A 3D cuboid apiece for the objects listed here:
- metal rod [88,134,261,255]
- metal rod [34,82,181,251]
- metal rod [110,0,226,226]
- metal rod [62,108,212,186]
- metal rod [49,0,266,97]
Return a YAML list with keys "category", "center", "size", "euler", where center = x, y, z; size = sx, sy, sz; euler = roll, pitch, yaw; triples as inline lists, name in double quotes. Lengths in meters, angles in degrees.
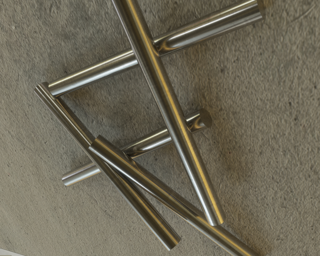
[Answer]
- category: "metal rod"
  center: [0.028, 0.110, 0.440]
  size: [0.301, 0.025, 0.025]
  euler: [38, 129, -6]
- category: "metal rod"
  center: [-0.079, 0.050, 0.447]
  size: [0.300, 0.025, 0.025]
  euler: [48, 129, 7]
- category: "metal rod"
  center: [0.017, -0.009, 0.358]
  size: [0.025, 0.025, 0.299]
  euler: [-11, 113, 33]
- category: "metal rod"
  center: [-0.054, 0.039, 0.459]
  size: [0.299, 0.025, 0.025]
  euler: [-25, 105, 37]
- category: "metal rod"
  center: [-0.029, -0.085, 0.369]
  size: [0.300, 0.025, 0.025]
  euler: [-13, 112, 33]
